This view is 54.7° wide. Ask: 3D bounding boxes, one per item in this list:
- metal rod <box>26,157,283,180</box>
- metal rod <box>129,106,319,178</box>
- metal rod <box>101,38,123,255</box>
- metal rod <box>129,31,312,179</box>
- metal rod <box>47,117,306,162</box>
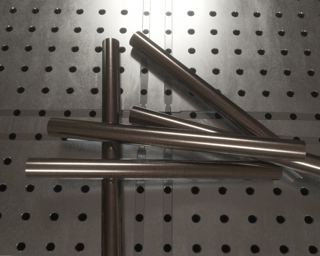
[{"bbox_3d":[0.000,0.050,0.373,0.302,0.025,0.025,2,70,-8],"label":"metal rod"},{"bbox_3d":[0.105,0.022,0.386,0.301,0.025,0.025,16,71,12],"label":"metal rod"},{"bbox_3d":[-0.063,0.015,0.405,0.025,0.025,0.299,-3,70,-2],"label":"metal rod"},{"bbox_3d":[0.075,-0.039,0.426,0.300,0.025,0.025,40,75,13],"label":"metal rod"},{"bbox_3d":[0.013,0.013,0.370,0.302,0.025,0.025,5,70,8],"label":"metal rod"}]
